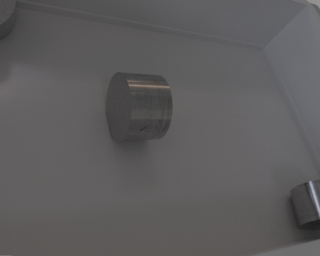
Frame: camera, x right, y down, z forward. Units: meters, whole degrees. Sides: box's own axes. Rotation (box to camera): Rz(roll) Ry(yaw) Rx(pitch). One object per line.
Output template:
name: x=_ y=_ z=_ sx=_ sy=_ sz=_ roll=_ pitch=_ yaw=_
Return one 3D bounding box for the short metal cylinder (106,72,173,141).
short metal cylinder: x=-0.027 y=-0.025 z=0.371 sx=0.050 sy=0.080 sz=0.080 roll=-1 pitch=63 yaw=-29

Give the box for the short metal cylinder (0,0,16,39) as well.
short metal cylinder: x=-0.205 y=-0.142 z=0.346 sx=0.081 sy=0.050 sz=0.080 roll=1 pitch=88 yaw=-25

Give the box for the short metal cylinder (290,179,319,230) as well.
short metal cylinder: x=0.228 y=0.107 z=0.428 sx=0.081 sy=0.080 sz=0.050 roll=11 pitch=57 yaw=-23
